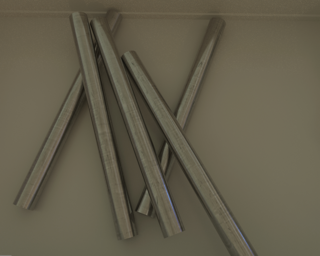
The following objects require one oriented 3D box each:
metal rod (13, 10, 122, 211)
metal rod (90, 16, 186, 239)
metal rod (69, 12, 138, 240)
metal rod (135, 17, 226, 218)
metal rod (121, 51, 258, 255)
[{"bbox_3d":[-0.117,-0.038,0.422,0.025,0.025,0.300,18,71,6],"label":"metal rod"},{"bbox_3d":[-0.035,-0.016,0.387,0.025,0.025,0.299,-19,71,-7],"label":"metal rod"},{"bbox_3d":[-0.075,-0.013,0.396,0.025,0.025,0.299,-14,77,-5],"label":"metal rod"},{"bbox_3d":[0.034,-0.028,0.419,0.025,0.025,0.300,20,71,7],"label":"metal rod"},{"bbox_3d":[0.025,0.023,0.371,0.025,0.025,0.299,-26,68,-9],"label":"metal rod"}]
